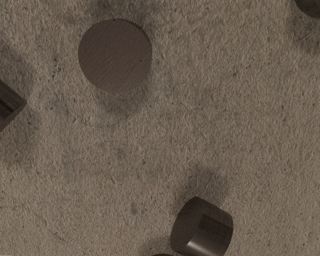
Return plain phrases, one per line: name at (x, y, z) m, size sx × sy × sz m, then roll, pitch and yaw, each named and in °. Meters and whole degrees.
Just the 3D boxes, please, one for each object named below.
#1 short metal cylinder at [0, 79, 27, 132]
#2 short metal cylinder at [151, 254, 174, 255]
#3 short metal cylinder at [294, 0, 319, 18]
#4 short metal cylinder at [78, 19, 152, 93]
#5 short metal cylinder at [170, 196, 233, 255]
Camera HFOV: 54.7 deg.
short metal cylinder at (-0.209, -0.019, 0.370) m, size 0.080 × 0.080 × 0.050 m, roll -42°, pitch 105°, yaw 14°
short metal cylinder at (0.004, 0.248, 0.488) m, size 0.081 × 0.050 × 0.079 m, roll 0°, pitch 110°, yaw -1°
short metal cylinder at (0.196, -0.162, 0.340) m, size 0.081 × 0.050 × 0.079 m, roll 0°, pitch 110°, yaw -1°
short metal cylinder at (-0.050, -0.086, 0.364) m, size 0.081 × 0.050 × 0.079 m, roll 0°, pitch 110°, yaw -1°
short metal cylinder at (0.057, 0.144, 0.434) m, size 0.050 × 0.080 × 0.080 m, roll 30°, pitch 107°, yaw -11°
